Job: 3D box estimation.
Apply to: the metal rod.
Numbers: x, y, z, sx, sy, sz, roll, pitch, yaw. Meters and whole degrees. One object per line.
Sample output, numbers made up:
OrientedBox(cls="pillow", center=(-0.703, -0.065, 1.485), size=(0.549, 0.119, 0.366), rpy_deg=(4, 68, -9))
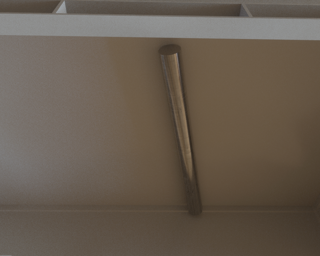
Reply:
OrientedBox(cls="metal rod", center=(0.035, 0.027, 0.432), size=(0.025, 0.025, 0.298), rpy_deg=(-8, 130, 6))
